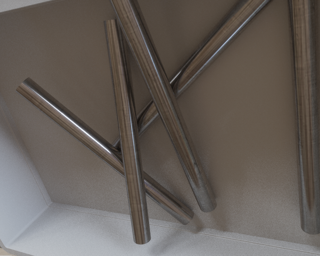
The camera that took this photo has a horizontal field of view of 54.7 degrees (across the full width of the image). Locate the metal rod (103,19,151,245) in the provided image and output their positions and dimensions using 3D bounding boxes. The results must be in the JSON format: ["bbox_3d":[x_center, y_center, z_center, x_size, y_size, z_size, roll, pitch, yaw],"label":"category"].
[{"bbox_3d":[-0.039,0.017,0.401,0.025,0.025,0.298,3,109,26],"label":"metal rod"}]

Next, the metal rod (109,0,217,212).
[{"bbox_3d":[0.016,-0.008,0.366,0.025,0.025,0.299,-5,125,30],"label":"metal rod"}]

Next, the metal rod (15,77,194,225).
[{"bbox_3d":[-0.067,0.040,0.433,0.300,0.025,0.025,41,130,-14],"label":"metal rod"}]

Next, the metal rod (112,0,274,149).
[{"bbox_3d":[0.013,-0.043,0.373,0.025,0.025,0.298,43,129,-2],"label":"metal rod"}]

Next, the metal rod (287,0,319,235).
[{"bbox_3d":[0.154,-0.008,0.322,0.025,0.025,0.298,-1,118,28],"label":"metal rod"}]
